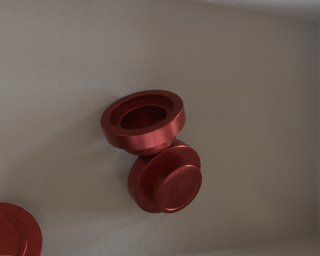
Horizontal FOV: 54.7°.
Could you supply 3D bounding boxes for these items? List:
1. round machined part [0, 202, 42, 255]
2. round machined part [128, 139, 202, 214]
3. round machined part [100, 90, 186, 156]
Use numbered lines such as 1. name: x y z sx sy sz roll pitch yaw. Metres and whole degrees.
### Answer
1. round machined part: -0.173 0.124 0.316 0.099 0.042 0.098 10 58 -17
2. round machined part: 0.013 0.066 0.385 0.099 0.042 0.097 -18 124 -28
3. round machined part: -0.017 -0.004 0.371 0.099 0.098 0.042 -26 125 -18
